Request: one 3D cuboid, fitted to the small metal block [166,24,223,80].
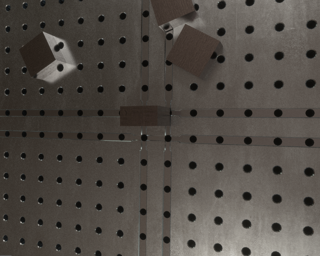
[{"bbox_3d":[0.044,-0.097,0.397,0.050,0.025,0.050,32,100,16],"label":"small metal block"}]

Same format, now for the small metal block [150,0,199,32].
[{"bbox_3d":[0.018,-0.162,0.406,0.050,0.025,0.050,-18,84,18],"label":"small metal block"}]

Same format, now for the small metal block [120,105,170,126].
[{"bbox_3d":[-0.018,-0.015,0.405,0.050,0.050,0.025,0,90,19],"label":"small metal block"}]

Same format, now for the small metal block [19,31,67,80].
[{"bbox_3d":[-0.180,-0.110,0.474,0.050,0.025,0.050,-29,81,17],"label":"small metal block"}]
